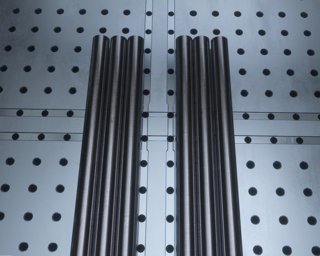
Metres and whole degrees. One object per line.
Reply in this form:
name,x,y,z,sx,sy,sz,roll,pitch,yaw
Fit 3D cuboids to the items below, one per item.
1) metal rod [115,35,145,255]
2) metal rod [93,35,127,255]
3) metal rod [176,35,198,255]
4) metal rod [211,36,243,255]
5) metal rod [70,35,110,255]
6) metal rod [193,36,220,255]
metal rod,-0.038,0.011,0.407,0.025,0.025,0.299,1,70,0
metal rod,-0.063,0.011,0.407,0.025,0.025,0.299,1,70,0
metal rod,0.033,0.011,0.407,0.025,0.025,0.299,1,70,0
metal rod,0.085,0.012,0.407,0.025,0.025,0.299,1,70,0
metal rod,-0.089,0.010,0.407,0.025,0.025,0.299,1,70,0
metal rod,0.058,0.011,0.407,0.025,0.025,0.299,1,70,0
